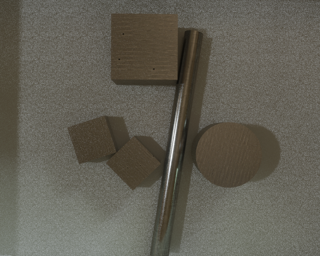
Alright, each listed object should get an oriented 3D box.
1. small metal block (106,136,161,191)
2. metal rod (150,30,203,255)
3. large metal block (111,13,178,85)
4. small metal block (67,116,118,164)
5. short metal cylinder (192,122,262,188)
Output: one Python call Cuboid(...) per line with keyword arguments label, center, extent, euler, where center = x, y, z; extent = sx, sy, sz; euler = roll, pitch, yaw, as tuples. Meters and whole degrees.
Cuboid(label="small metal block", center=(-0.034, 0.045, 0.411), extent=(0.050, 0.025, 0.050), euler=(-44, 91, 0))
Cuboid(label="metal rod", center=(0.022, 0.022, 0.411), extent=(0.025, 0.025, 0.298), euler=(9, 90, -1))
Cuboid(label="large metal block", center=(-0.019, -0.098, 0.399), extent=(0.081, 0.050, 0.079), euler=(0, 90, -1))
Cuboid(label="small metal block", center=(-0.088, 0.015, 0.410), extent=(0.050, 0.025, 0.050), euler=(-18, 90, -1))
Cuboid(label="short metal cylinder", center=(0.084, 0.032, 0.400), extent=(0.081, 0.050, 0.079), euler=(0, 90, -1))
